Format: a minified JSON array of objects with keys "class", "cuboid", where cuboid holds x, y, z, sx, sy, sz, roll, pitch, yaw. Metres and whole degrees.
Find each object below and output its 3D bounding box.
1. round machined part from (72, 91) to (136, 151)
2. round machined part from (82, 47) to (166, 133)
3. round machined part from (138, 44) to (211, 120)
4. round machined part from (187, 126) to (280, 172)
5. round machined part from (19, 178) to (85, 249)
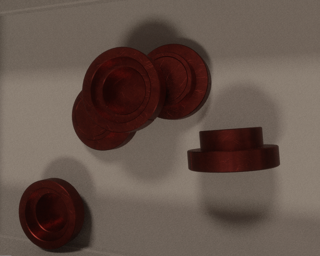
[{"class":"round machined part","cuboid":[-0.081,-0.017,0.429,0.098,0.042,0.097,0,90,19]},{"class":"round machined part","cuboid":[-0.039,-0.043,0.370,0.098,0.042,0.097,0,90,19]},{"class":"round machined part","cuboid":[0.013,-0.059,0.396,0.098,0.042,0.097,0,90,19]},{"class":"round machined part","cuboid":[0.079,0.022,0.344,0.098,0.098,0.042,-5,89,19]},{"class":"round machined part","cuboid":[-0.153,0.121,0.454,0.098,0.042,0.097,0,90,19]}]
